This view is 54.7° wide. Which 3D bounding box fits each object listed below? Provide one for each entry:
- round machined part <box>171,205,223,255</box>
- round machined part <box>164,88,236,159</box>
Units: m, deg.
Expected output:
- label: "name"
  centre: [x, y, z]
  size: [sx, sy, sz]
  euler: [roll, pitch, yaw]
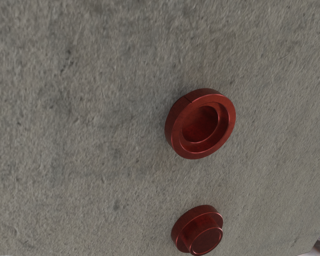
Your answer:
- label: "round machined part"
  centre: [0.073, 0.190, 0.556]
  size: [0.099, 0.042, 0.097]
  euler: [-14, 125, -21]
- label: "round machined part"
  centre: [0.050, -0.009, 0.419]
  size: [0.099, 0.042, 0.097]
  euler: [-14, 125, -21]
